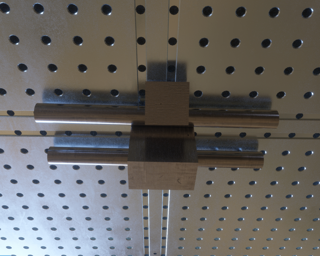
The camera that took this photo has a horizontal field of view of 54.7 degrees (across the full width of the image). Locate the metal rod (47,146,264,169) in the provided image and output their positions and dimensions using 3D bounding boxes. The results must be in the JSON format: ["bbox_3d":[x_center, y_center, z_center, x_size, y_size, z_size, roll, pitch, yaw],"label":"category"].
[{"bbox_3d":[-0.005,0.043,0.444,0.302,0.025,0.025,2,130,-2],"label":"metal rod"}]

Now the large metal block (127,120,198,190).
[{"bbox_3d":[0.003,0.032,0.397,0.081,0.080,0.050,1,130,-2],"label":"large metal block"}]

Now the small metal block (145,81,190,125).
[{"bbox_3d":[0.008,-0.029,0.367,0.050,0.025,0.050,1,96,-1],"label":"small metal block"}]

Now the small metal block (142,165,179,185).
[{"bbox_3d":[0.000,0.069,0.450,0.050,0.025,0.050,2,168,-2],"label":"small metal block"}]

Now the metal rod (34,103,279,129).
[{"bbox_3d":[-0.002,-0.015,0.393,0.302,0.025,0.025,2,130,-2],"label":"metal rod"}]
